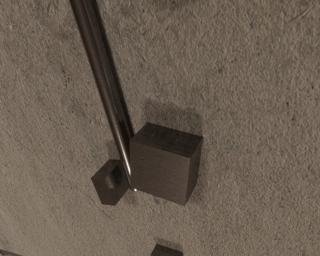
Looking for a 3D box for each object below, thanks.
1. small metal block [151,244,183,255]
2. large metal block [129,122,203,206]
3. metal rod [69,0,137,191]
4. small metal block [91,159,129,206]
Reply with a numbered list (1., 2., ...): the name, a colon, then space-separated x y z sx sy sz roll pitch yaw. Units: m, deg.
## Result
1. small metal block: 0.013 0.238 0.545 0.050 0.025 0.050 10 123 22
2. large metal block: 0.008 0.047 0.415 0.080 0.050 0.079 15 125 19
3. metal rod: -0.067 -0.042 0.414 0.025 0.025 0.298 1 119 27
4. small metal block: -0.074 0.083 0.480 0.025 0.050 0.050 -2 118 29
